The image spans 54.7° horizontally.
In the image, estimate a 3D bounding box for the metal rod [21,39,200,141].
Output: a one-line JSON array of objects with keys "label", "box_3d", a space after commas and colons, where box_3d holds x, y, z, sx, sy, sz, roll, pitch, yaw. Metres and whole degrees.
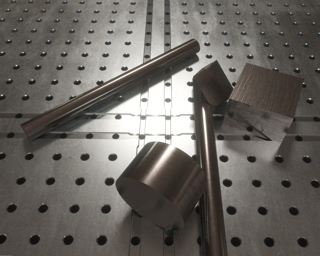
[{"label": "metal rod", "box_3d": [-0.057, -0.067, 0.462, 0.302, 0.025, 0.025, -32, 57, -25]}]

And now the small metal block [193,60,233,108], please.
[{"label": "small metal block", "box_3d": [0.076, -0.063, 0.433, 0.025, 0.050, 0.050, -27, 11, 30]}]

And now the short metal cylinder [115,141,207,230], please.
[{"label": "short metal cylinder", "box_3d": [0.002, 0.060, 0.322, 0.080, 0.080, 0.050, 25, 54, 19]}]

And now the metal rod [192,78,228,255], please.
[{"label": "metal rod", "box_3d": [0.057, 0.041, 0.373, 0.025, 0.025, 0.300, 2, 50, 1]}]

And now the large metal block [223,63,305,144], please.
[{"label": "large metal block", "box_3d": [0.141, -0.036, 0.424, 0.080, 0.050, 0.080, 20, 53, 16]}]
